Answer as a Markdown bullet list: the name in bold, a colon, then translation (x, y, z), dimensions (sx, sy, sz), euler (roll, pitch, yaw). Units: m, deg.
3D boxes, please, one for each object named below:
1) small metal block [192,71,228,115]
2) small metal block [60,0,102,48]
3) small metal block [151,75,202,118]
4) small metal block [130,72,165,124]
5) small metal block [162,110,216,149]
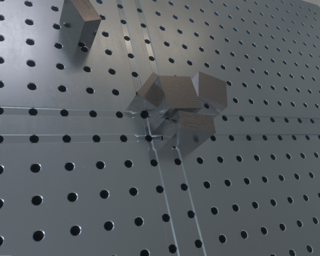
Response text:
- **small metal block**: translation (0.075, -0.054, 0.481), dimensions (0.050, 0.025, 0.050), euler (18, 55, -18)
- **small metal block**: translation (-0.109, -0.147, 0.423), dimensions (0.025, 0.050, 0.050), euler (-24, 75, -36)
- **small metal block**: translation (0.021, -0.041, 0.412), dimensions (0.050, 0.025, 0.050), euler (-3, 64, -30)
- **small metal block**: translation (-0.005, -0.042, 0.431), dimensions (0.050, 0.025, 0.050), euler (35, 51, -5)
- **small metal block**: translation (0.037, 0.004, 0.409), dimensions (0.050, 0.050, 0.025), euler (7, 59, -24)
